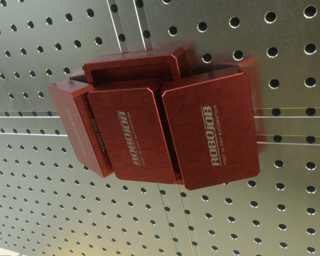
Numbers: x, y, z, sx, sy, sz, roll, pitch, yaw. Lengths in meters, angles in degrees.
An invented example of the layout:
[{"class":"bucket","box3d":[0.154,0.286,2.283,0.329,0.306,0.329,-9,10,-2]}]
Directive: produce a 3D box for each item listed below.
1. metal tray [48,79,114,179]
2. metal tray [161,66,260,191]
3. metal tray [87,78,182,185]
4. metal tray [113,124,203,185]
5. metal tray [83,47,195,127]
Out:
[{"class":"metal tray","box3d":[-0.106,0.000,0.438,0.090,0.030,0.129,19,131,49]},{"class":"metal tray","box3d":[0.059,0.004,0.354,0.090,0.030,0.129,-13,115,3]},{"class":"metal tray","box3d":[-0.028,0.007,0.386,0.090,0.030,0.129,0,118,28]},{"class":"metal tray","box3d":[-0.004,0.031,0.429,0.130,0.030,0.089,0,119,27]},{"class":"metal tray","box3d":[-0.025,-0.048,0.390,0.130,0.030,0.089,0,119,27]}]
